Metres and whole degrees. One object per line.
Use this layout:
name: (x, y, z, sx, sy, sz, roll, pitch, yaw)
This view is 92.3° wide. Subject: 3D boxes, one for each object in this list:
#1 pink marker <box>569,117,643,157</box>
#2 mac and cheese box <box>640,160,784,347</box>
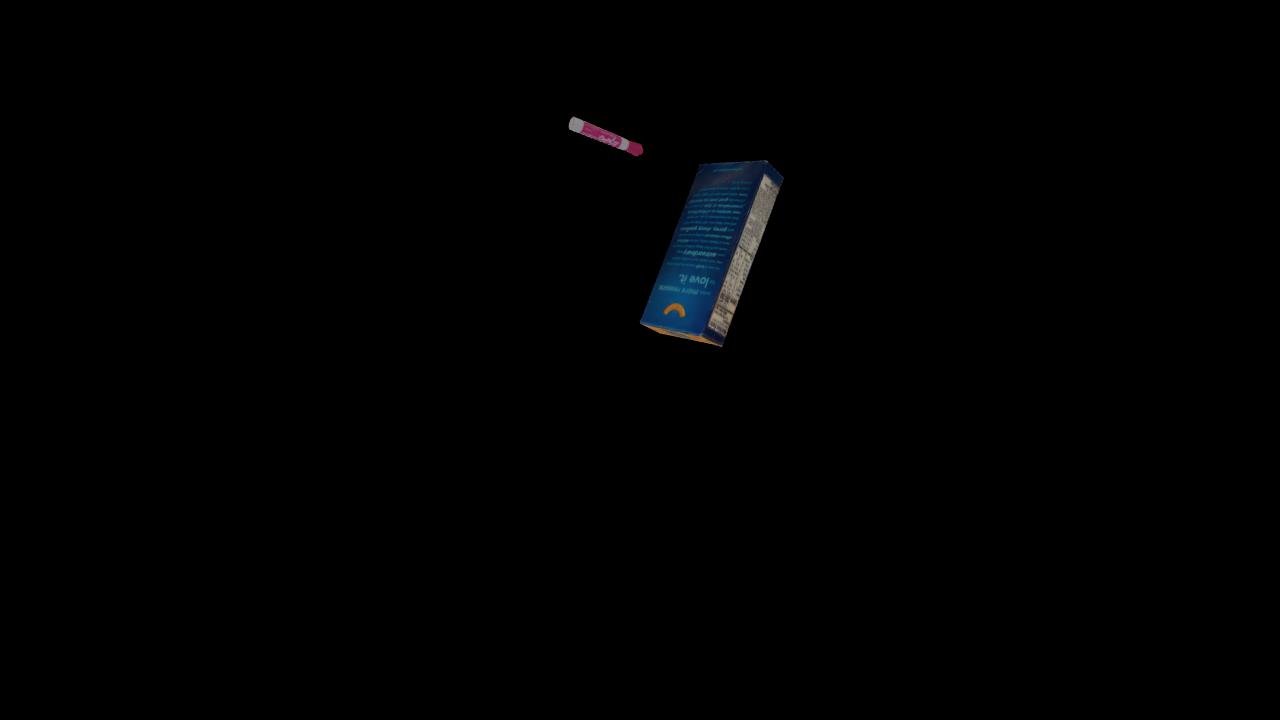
pink marker: (-0.047, -0.326, 0.902, 0.121, 0.020, 0.020, 10, -6, -33)
mac and cheese box: (0.072, -0.110, 0.626, 0.093, 0.184, 0.041, 16, -6, 46)
